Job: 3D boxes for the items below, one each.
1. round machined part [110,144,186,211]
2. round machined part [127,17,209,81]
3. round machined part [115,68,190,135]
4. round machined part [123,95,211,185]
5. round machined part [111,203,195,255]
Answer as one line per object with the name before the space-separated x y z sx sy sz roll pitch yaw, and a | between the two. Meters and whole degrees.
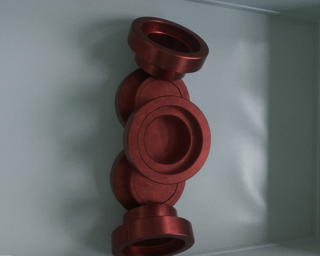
round machined part | -0.011 0.065 0.396 0.099 0.042 0.097 0 90 -21
round machined part | 0.007 -0.095 0.384 0.099 0.098 0.042 8 130 -20
round machined part | -0.005 -0.032 0.398 0.099 0.042 0.097 0 90 -21
round machined part | 0.005 0.013 0.357 0.099 0.042 0.097 0 90 -21
round machined part | -0.010 0.126 0.378 0.099 0.097 0.042 7 50 -20
